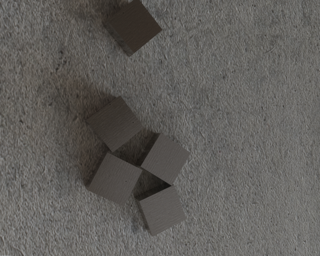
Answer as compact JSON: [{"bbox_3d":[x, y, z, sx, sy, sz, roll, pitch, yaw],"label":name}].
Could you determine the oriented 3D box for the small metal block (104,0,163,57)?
[{"bbox_3d":[-0.034,-0.128,0.396,0.050,0.025,0.050,-44,104,-15],"label":"small metal block"}]

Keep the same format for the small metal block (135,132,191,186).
[{"bbox_3d":[0.004,0.040,0.410,0.050,0.025,0.050,34,79,-17],"label":"small metal block"}]

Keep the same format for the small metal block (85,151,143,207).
[{"bbox_3d":[-0.058,0.063,0.388,0.050,0.025,0.050,30,80,-18],"label":"small metal block"}]

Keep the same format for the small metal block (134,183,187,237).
[{"bbox_3d":[0.000,0.106,0.409,0.050,0.025,0.050,-22,98,-19],"label":"small metal block"}]

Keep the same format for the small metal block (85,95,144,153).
[{"bbox_3d":[-0.057,-0.005,0.388,0.050,0.025,0.050,-39,103,-16],"label":"small metal block"}]
